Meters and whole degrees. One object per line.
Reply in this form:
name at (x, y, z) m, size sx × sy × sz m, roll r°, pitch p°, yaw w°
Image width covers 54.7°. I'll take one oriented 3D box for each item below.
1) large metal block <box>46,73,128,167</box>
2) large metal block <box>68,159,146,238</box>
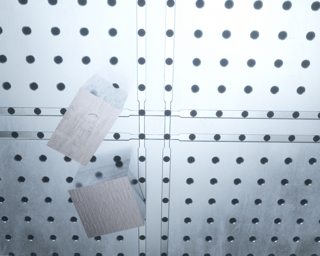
large metal block at (-0.085, -0.013, 0.378) m, size 0.050 × 0.080 × 0.080 m, roll 32°, pitch 107°, yaw -11°
large metal block at (-0.071, 0.098, 0.435) m, size 0.080 × 0.050 × 0.080 m, roll -14°, pitch 110°, yaw 5°
